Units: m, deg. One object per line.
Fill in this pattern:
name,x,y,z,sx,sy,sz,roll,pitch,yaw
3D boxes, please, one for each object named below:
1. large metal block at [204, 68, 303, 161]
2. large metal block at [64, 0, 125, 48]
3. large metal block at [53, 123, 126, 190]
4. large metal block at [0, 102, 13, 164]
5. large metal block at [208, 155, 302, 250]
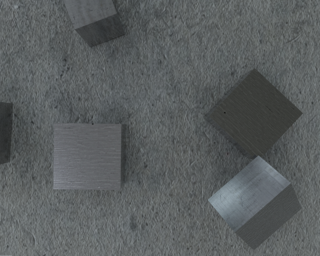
large metal block,0.116,-0.016,0.398,0.080,0.050,0.080,43,90,0
large metal block,-0.085,-0.155,0.382,0.050,0.080,0.080,-21,90,0
large metal block,-0.087,0.034,0.397,0.081,0.050,0.080,1,90,0
large metal block,-0.227,0.005,0.381,0.050,0.080,0.080,3,90,0
large metal block,0.117,0.093,0.377,0.080,0.080,0.050,-41,45,0
